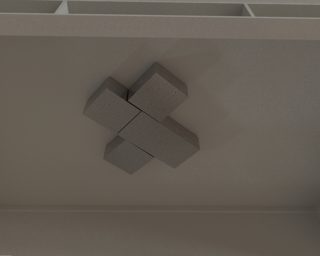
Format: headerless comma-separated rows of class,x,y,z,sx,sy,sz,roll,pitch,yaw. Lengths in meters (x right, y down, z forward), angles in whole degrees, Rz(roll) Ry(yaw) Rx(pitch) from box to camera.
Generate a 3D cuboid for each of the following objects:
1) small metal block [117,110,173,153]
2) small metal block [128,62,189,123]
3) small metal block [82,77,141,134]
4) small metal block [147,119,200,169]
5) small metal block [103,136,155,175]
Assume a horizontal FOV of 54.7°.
small metal block,-0.019,-0.002,0.404,0.050,0.025,0.050,34,122,-26
small metal block,-0.002,-0.042,0.370,0.050,0.025,0.050,34,121,-26
small metal block,-0.058,-0.027,0.383,0.050,0.025,0.050,34,122,-26
small metal block,0.018,0.023,0.426,0.050,0.025,0.050,34,122,-26
small metal block,-0.043,0.034,0.435,0.050,0.025,0.050,35,123,-26
